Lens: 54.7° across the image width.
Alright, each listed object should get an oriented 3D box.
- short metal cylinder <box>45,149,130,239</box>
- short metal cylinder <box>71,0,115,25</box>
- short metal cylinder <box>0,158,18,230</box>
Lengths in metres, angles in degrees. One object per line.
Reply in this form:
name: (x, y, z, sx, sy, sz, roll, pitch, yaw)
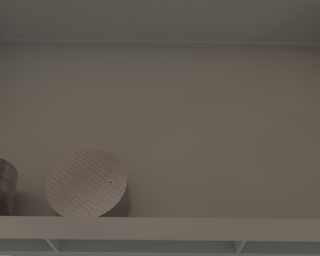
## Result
short metal cylinder: (-0.073, 0.070, 0.329, 0.081, 0.050, 0.080, 0, 50, 0)
short metal cylinder: (-0.128, -0.242, 0.593, 0.081, 0.050, 0.080, 0, 50, 0)
short metal cylinder: (-0.189, 0.068, 0.310, 0.081, 0.080, 0.050, -7, 51, -6)
